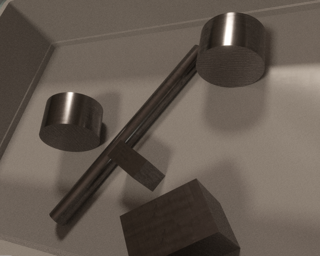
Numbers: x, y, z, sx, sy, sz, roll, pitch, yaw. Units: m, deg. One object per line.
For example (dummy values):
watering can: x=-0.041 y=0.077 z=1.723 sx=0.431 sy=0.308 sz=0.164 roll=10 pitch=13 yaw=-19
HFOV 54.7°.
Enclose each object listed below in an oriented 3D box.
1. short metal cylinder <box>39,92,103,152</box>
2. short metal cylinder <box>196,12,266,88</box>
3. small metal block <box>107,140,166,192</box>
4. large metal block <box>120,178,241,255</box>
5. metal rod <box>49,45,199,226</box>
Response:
short metal cylinder: x=-0.123 y=-0.006 z=0.437 sx=0.080 sy=0.080 sz=0.050 roll=-13 pitch=56 yaw=20
short metal cylinder: x=0.088 y=-0.093 z=0.381 sx=0.080 sy=0.080 sz=0.050 roll=-3 pitch=61 yaw=26
small metal block: x=-0.028 y=0.046 z=0.375 sx=0.050 sy=0.050 sz=0.025 roll=33 pitch=80 yaw=38
large metal block: x=0.021 y=0.100 z=0.297 sx=0.080 sy=0.080 sz=0.050 roll=-29 pitch=52 yaw=10
metal rod: x=-0.037 y=0.004 z=0.420 sx=0.025 sy=0.025 sz=0.300 roll=34 pitch=80 yaw=38
